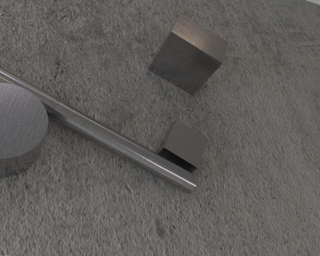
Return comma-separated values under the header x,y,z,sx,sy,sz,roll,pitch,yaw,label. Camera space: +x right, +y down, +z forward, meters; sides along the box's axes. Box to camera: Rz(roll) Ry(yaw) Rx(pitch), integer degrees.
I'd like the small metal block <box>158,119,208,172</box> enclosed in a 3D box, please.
x,y,z,sx,sy,sz,roll,pitch,yaw,label
0.029,0.025,0.404,0.050,0.025,0.050,32,52,-8,small metal block

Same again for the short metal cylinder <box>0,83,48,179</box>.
x,y,z,sx,sy,sz,roll,pitch,yaw,label
-0.155,0.003,0.302,0.081,0.050,0.080,14,56,-21,short metal cylinder

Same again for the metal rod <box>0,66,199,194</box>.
x,y,z,sx,sy,sz,roll,pitch,yaw,label
-0.088,-0.004,0.358,0.301,0.025,0.025,30,52,-9,metal rod

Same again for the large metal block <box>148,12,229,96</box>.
x,y,z,sx,sy,sz,roll,pitch,yaw,label
0.040,-0.106,0.454,0.080,0.080,0.050,29,52,-10,large metal block
